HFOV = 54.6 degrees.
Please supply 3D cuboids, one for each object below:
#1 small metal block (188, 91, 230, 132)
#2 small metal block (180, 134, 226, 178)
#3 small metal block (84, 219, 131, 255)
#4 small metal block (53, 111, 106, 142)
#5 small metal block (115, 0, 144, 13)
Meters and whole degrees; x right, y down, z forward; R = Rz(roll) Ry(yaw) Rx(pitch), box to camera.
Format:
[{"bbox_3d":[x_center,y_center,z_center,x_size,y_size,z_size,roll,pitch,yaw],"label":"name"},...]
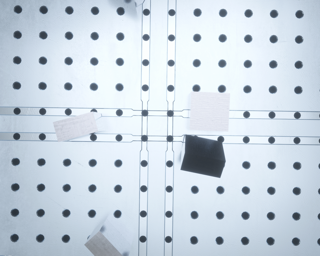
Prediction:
[{"bbox_3d":[0.065,-0.021,0.414,0.050,0.025,0.050,3,90,0],"label":"small metal block"},{"bbox_3d":[0.054,0.035,0.398,0.050,0.050,0.025,12,116,0],"label":"small metal block"},{"bbox_3d":[-0.066,0.151,0.401,0.025,0.050,0.050,-43,90,0],"label":"small metal block"},{"bbox_3d":[-0.102,-0.002,0.400,0.050,0.050,0.025,-15,90,0],"label":"small metal block"},{"bbox_3d":[-0.047,-0.182,0.400,0.050,0.050,0.025,30,90,0],"label":"small metal block"}]
